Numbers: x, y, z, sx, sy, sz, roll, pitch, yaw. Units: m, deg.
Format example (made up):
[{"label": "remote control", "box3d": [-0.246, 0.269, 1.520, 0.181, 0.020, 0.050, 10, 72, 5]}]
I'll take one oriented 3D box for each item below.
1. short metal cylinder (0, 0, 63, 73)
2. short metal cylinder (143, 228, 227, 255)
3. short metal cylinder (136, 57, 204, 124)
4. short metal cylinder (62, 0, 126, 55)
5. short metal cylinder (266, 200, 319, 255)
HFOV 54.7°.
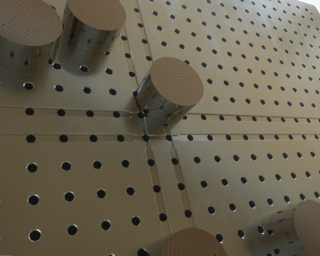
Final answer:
[{"label": "short metal cylinder", "box3d": [-0.164, -0.113, 0.374, 0.081, 0.050, 0.080, 14, 56, -21]}, {"label": "short metal cylinder", "box3d": [0.025, 0.148, 0.317, 0.081, 0.050, 0.080, 14, 56, -21]}, {"label": "short metal cylinder", "box3d": [0.013, -0.052, 0.433, 0.081, 0.050, 0.080, 14, 56, -21]}, {"label": "short metal cylinder", "box3d": [-0.094, -0.150, 0.434, 0.081, 0.050, 0.080, 14, 56, -21]}, {"label": "short metal cylinder", "box3d": [0.191, 0.142, 0.411, 0.081, 0.050, 0.080, 14, 56, -21]}]
